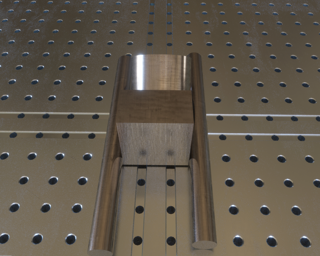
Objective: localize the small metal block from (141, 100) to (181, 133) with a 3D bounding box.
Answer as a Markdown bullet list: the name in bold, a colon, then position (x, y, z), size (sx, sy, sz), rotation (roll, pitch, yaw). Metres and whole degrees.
- **small metal block**: position (0.001, -0.017, 0.405), size (0.050, 0.050, 0.025), rotation (1, 50, 0)

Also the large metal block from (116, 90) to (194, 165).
- **large metal block**: position (-0.005, 0.001, 0.368), size (0.081, 0.080, 0.050), rotation (1, 50, 0)

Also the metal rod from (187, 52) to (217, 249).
- **metal rod**: position (0.050, 0.002, 0.406), size (0.025, 0.025, 0.300), rotation (2, 50, 1)

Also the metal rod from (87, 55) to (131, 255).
- **metal rod**: position (-0.057, 0.008, 0.400), size (0.025, 0.025, 0.300), rotation (1, 50, 0)

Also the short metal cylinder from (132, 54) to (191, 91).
- **short metal cylinder**: position (0.002, -0.070, 0.422), size (0.081, 0.050, 0.080), rotation (1, 6, 0)
